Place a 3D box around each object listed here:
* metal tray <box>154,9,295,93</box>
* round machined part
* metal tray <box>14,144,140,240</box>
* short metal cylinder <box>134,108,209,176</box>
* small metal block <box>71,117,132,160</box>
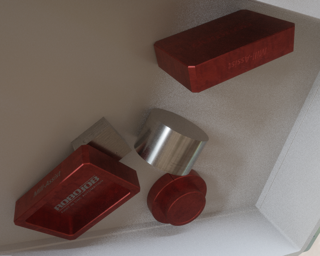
[{"bbox_3d":[0.070,-0.092,0.349,0.131,0.090,0.030,-24,128,-14],"label":"metal tray"},{"bbox_3d":[0.033,0.115,0.489,0.099,0.042,0.097,-14,125,-21],"label":"round machined part"},{"bbox_3d":[-0.101,0.085,0.382,0.130,0.030,0.090,-39,131,17],"label":"metal tray"},{"bbox_3d":[0.014,0.016,0.392,0.081,0.080,0.050,15,110,-35],"label":"short metal cylinder"},{"bbox_3d":[-0.072,0.023,0.385,0.050,0.025,0.050,-39,130,-2],"label":"small metal block"}]
